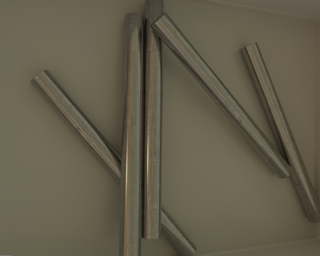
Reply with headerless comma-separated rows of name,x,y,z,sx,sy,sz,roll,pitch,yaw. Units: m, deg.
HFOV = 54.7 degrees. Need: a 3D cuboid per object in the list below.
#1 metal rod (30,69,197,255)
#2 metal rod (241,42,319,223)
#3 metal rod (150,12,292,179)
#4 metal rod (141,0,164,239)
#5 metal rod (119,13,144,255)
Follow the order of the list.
metal rod,-0.050,0.055,0.392,0.025,0.025,0.300,-42,103,-15
metal rod,0.193,0.012,0.481,0.025,0.025,0.299,-28,99,-18
metal rod,0.095,-0.032,0.429,0.300,0.025,0.025,46,76,-21
metal rod,-0.009,-0.017,0.391,0.025,0.025,0.298,3,83,-20
metal rod,-0.034,0.005,0.377,0.025,0.025,0.298,3,81,-20
